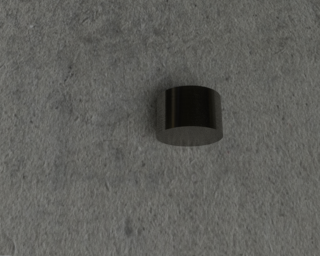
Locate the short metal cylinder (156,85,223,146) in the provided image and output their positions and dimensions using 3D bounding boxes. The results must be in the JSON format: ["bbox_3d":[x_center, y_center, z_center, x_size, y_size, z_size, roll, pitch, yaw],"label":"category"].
[{"bbox_3d":[0.036,-0.012,0.384,0.081,0.080,0.050,1,70,0],"label":"short metal cylinder"}]
